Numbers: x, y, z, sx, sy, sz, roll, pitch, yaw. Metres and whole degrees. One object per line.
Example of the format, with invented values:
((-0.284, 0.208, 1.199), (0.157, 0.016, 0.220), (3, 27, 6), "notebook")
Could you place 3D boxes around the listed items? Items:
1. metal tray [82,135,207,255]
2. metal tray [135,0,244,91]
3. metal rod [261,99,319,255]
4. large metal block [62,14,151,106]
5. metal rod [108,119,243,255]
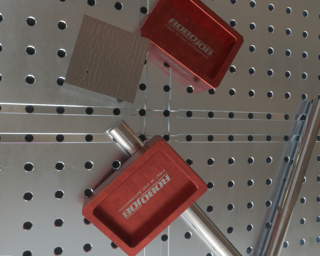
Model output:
((-0.019, 0.084, 0.385), (0.130, 0.030, 0.090), (-43, 104, 1), "metal tray")
((0.042, -0.123, 0.426), (0.130, 0.030, 0.090), (33, 79, -17), "metal tray")
((0.210, 0.095, 0.492), (0.025, 0.025, 0.299), (24, 82, -19), "metal rod")
((-0.066, -0.077, 0.375), (0.081, 0.050, 0.080), (16, 85, -20), "large metal block")
((0.038, 0.108, 0.428), (0.025, 0.025, 0.300), (-44, 104, -15), "metal rod")
